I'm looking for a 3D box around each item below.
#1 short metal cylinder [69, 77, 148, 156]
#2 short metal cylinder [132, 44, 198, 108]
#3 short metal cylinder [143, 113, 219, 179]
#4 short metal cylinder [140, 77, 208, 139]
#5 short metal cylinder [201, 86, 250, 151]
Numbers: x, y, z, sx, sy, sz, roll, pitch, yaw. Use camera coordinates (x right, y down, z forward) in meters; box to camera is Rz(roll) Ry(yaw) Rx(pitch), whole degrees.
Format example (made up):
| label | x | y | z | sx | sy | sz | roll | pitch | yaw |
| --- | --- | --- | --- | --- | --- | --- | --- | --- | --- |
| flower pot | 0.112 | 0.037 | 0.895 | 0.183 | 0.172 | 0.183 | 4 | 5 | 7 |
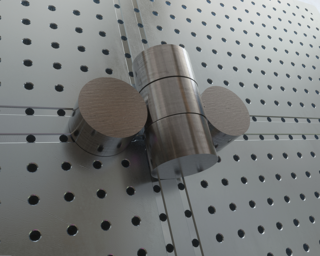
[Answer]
| label | x | y | z | sx | sy | sz | roll | pitch | yaw |
| --- | --- | --- | --- | --- | --- | --- | --- | --- | --- |
| short metal cylinder | -0.062 | -0.013 | 0.367 | 0.081 | 0.050 | 0.080 | 14 | 56 | -21 |
| short metal cylinder | 0.006 | -0.066 | 0.417 | 0.081 | 0.080 | 0.050 | 3 | 61 | -27 |
| short metal cylinder | 0.024 | 0.024 | 0.372 | 0.081 | 0.080 | 0.050 | 1 | 61 | -28 |
| short metal cylinder | 0.015 | -0.021 | 0.395 | 0.081 | 0.080 | 0.050 | 2 | 61 | -28 |
| short metal cylinder | 0.081 | -0.013 | 0.445 | 0.081 | 0.050 | 0.080 | 14 | 56 | -21 |
